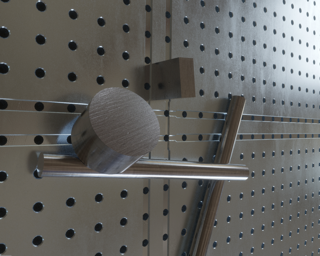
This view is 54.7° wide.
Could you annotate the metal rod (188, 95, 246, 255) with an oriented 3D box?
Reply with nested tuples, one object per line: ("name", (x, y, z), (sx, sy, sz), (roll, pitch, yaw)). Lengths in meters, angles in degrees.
("metal rod", (0.087, 0.089, 0.481), (0.025, 0.025, 0.299), (29, 72, -36))

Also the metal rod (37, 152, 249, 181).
("metal rod", (0.004, 0.053, 0.394), (0.302, 0.025, 0.025), (7, 85, -34))

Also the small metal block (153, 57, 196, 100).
("small metal block", (0.018, -0.063, 0.408), (0.025, 0.050, 0.050), (-7, 95, -40))

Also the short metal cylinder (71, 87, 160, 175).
("short metal cylinder", (-0.047, 0.004, 0.333), (0.081, 0.050, 0.080), (20, 52, -27))
